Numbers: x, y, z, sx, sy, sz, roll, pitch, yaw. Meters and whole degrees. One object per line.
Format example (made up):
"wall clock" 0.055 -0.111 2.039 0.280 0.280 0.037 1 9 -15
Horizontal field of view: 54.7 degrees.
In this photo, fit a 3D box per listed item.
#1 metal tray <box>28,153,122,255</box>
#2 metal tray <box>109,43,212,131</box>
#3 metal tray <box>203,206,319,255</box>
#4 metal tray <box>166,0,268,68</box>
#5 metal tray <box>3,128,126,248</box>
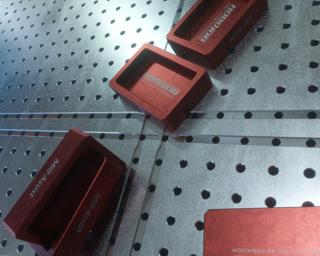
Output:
"metal tray" -0.111 0.093 0.388 0.090 0.030 0.130 8 65 48
"metal tray" -0.003 -0.064 0.444 0.130 0.030 0.090 35 81 38
"metal tray" 0.106 0.119 0.276 0.130 0.030 0.090 -8 58 23
"metal tray" 0.083 -0.158 0.457 0.090 0.030 0.130 35 81 38
"metal tray" -0.106 0.076 0.371 0.030 0.090 0.130 22 72 38
